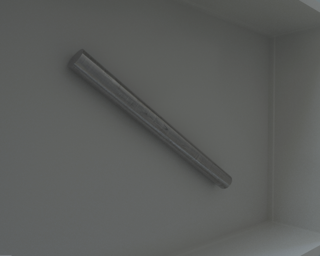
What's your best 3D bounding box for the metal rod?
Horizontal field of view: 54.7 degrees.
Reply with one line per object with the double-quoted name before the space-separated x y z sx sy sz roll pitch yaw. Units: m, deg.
"metal rod" 0.007 0.005 0.412 0.301 0.025 0.025 40 66 -33
